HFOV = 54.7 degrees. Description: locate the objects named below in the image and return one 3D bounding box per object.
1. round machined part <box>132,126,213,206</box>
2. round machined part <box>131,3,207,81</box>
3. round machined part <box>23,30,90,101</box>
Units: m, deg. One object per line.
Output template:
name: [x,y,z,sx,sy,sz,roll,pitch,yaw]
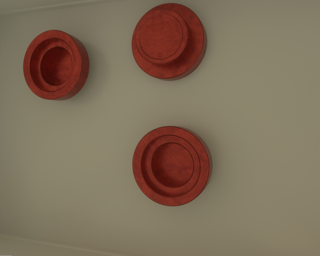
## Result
round machined part: [0.018,0.046,0.394,0.098,0.042,0.097,0,90,19]
round machined part: [0.008,-0.112,0.398,0.098,0.042,0.097,0,90,19]
round machined part: [-0.145,-0.088,0.451,0.098,0.042,0.097,0,90,19]
